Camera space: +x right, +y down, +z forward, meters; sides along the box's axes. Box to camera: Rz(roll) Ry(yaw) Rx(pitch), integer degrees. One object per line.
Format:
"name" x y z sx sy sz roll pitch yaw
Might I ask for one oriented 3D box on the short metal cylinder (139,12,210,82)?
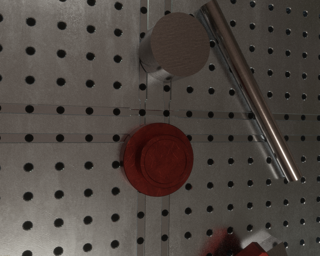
"short metal cylinder" 0.018 -0.104 0.407 0.081 0.050 0.079 0 90 -21

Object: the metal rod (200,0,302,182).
"metal rod" 0.141 -0.049 0.466 0.025 0.025 0.299 -33 101 -17

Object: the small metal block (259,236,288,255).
"small metal block" 0.169 0.205 0.478 0.050 0.025 0.050 -23 98 -19

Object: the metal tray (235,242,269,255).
"metal tray" 0.114 0.237 0.437 0.130 0.030 0.090 -38 102 -3

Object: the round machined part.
"round machined part" 0.000 0.042 0.405 0.099 0.042 0.097 0 90 -21
